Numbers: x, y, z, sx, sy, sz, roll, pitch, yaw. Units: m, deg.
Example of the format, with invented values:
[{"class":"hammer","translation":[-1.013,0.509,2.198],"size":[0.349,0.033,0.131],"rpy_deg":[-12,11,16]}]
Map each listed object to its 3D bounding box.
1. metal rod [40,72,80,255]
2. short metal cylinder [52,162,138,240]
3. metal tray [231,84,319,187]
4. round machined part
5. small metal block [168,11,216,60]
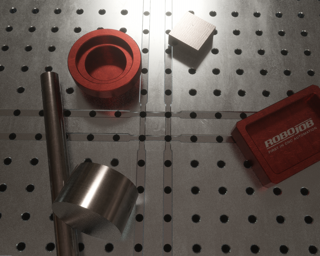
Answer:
[{"class":"metal rod","translation":[-0.124,0.065,0.386],"size":[0.025,0.025,0.299],"rpy_deg":[-11,70,-4]},{"class":"short metal cylinder","translation":[-0.071,0.083,0.345],"size":[0.080,0.080,0.050],"rpy_deg":[19,52,6]},{"class":"metal tray","translation":[0.173,0.009,0.407],"size":[0.131,0.030,0.090],"rpy_deg":[-26,72,-10]},{"class":"round machined part","translation":[-0.074,-0.086,0.433],"size":[0.099,0.042,0.098],"rpy_deg":[0,70,-1]},{"class":"small metal block","translation":[0.047,-0.138,0.463],"size":[0.050,0.025,0.050],"rpy_deg":[32,73,11]}]
